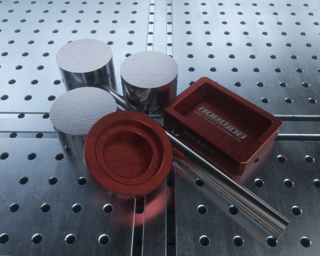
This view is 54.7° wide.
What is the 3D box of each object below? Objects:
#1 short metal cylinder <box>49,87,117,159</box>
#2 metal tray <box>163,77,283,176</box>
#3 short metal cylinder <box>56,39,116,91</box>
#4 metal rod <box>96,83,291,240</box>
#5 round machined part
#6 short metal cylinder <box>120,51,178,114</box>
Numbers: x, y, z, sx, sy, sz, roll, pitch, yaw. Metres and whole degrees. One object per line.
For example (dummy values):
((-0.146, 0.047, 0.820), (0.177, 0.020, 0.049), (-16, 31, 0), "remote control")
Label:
((-0.093, -0.007, 0.396), (0.080, 0.050, 0.080), (0, 50, 0), "short metal cylinder")
((0.080, -0.008, 0.410), (0.130, 0.030, 0.090), (36, 59, 26), "metal tray")
((-0.109, -0.090, 0.466), (0.080, 0.050, 0.080), (0, 50, 0), "short metal cylinder")
((0.020, 0.025, 0.387), (0.300, 0.025, 0.025), (37, 59, 27), "metal rod")
((-0.038, 0.032, 0.355), (0.099, 0.042, 0.098), (8, 64, -16), "round machined part")
((-0.015, -0.066, 0.446), (0.080, 0.050, 0.080), (0, 50, 0), "short metal cylinder")
